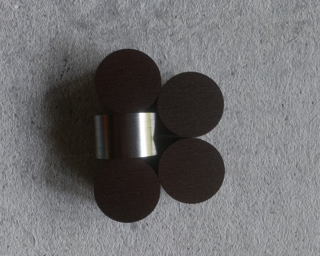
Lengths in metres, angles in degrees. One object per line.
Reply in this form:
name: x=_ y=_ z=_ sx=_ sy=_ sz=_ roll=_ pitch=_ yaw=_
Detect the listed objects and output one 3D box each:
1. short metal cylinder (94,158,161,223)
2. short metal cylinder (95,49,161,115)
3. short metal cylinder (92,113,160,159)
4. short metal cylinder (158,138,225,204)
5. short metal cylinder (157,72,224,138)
short metal cylinder: x=-0.039 y=0.074 z=0.398 sx=0.080 sy=0.050 sz=0.080 roll=0 pitch=90 yaw=1
short metal cylinder: x=-0.038 y=-0.056 z=0.398 sx=0.080 sy=0.050 sz=0.080 roll=0 pitch=90 yaw=1
short metal cylinder: x=-0.042 y=0.009 z=0.383 sx=0.080 sy=0.080 sz=0.050 roll=-3 pitch=90 yaw=0
short metal cylinder: x=0.038 y=0.051 z=0.398 sx=0.080 sy=0.050 sz=0.080 roll=0 pitch=91 yaw=1
short metal cylinder: x=0.037 y=-0.029 z=0.398 sx=0.081 sy=0.050 sz=0.080 roll=0 pitch=91 yaw=0
